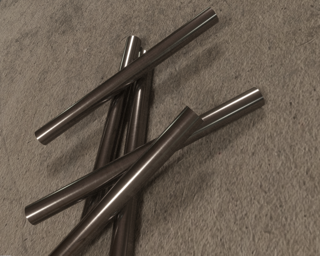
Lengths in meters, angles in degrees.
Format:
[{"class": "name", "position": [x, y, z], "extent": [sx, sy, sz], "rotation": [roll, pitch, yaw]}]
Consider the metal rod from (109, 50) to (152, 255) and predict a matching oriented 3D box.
[{"class": "metal rod", "position": [-0.033, 0.017, 0.408], "extent": [0.025, 0.025, 0.299], "rotation": [-9, 58, 23]}]

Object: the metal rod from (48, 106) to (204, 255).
[{"class": "metal rod", "position": [-0.063, 0.094, 0.347], "extent": [0.299, 0.025, 0.025], "rotation": [-47, 51, 6]}]

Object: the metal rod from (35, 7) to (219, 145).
[{"class": "metal rod", "position": [-0.049, -0.071, 0.438], "extent": [0.300, 0.025, 0.025], "rotation": [-35, 52, 4]}]

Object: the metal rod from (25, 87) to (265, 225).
[{"class": "metal rod", "position": [-0.017, 0.032, 0.364], "extent": [0.301, 0.025, 0.025], "rotation": [-28, 52, -1]}]

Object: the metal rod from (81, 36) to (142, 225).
[{"class": "metal rod", "position": [-0.064, -0.013, 0.443], "extent": [0.025, 0.025, 0.299], "rotation": [-5, 59, 25]}]
